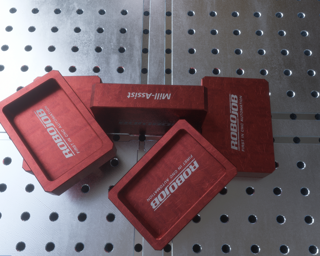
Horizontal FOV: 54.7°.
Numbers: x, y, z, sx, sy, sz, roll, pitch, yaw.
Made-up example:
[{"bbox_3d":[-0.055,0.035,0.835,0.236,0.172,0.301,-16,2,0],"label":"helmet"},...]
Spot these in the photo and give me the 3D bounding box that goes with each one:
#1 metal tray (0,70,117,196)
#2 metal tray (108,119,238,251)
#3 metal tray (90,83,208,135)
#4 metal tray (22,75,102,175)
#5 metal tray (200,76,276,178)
[{"bbox_3d":[-0.125,0.003,0.373,0.090,0.030,0.130,-36,75,-13],"label":"metal tray"},{"bbox_3d":[0.015,0.065,0.366,0.130,0.030,0.090,-46,77,2],"label":"metal tray"},{"bbox_3d":[-0.012,-0.020,0.383,0.131,0.090,0.030,1,70,0],"label":"metal tray"},{"bbox_3d":[-0.123,-0.005,0.409,0.091,0.030,0.129,-1,71,-1],"label":"metal tray"},{"bbox_3d":[0.098,-0.003,0.410,0.091,0.030,0.130,3,70,0],"label":"metal tray"}]
